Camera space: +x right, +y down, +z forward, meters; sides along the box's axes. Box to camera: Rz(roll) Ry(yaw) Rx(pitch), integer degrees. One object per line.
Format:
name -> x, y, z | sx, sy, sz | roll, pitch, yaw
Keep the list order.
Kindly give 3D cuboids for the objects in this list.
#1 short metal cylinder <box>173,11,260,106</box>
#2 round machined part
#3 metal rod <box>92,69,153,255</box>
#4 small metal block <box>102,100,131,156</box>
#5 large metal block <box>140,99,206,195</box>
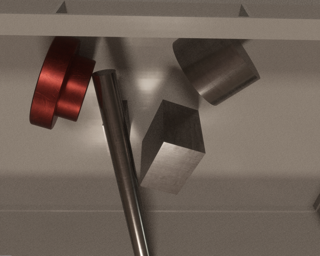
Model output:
short metal cylinder -> 0.058, -0.070, 0.315 | 0.050, 0.080, 0.080 | -33, 123, 24
round machined part -> -0.097, -0.044, 0.322 | 0.042, 0.098, 0.097 | 18, 128, -15
metal rod -> -0.037, 0.077, 0.379 | 0.025, 0.025, 0.298 | -7, 115, 5
small metal block -> -0.053, 0.000, 0.392 | 0.025, 0.050, 0.050 | -2, 130, 0
large metal block -> 0.013, 0.024, 0.394 | 0.050, 0.080, 0.079 | 17, 128, -14
